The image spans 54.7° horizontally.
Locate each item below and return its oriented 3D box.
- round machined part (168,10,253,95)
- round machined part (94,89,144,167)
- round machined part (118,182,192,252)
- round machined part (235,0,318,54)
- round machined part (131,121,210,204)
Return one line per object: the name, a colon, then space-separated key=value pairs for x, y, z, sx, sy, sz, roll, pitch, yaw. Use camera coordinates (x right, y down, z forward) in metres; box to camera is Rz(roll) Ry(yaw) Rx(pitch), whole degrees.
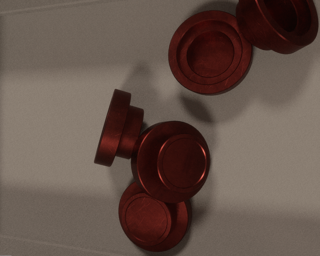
round machined part: x=0.063 y=-0.088 z=0.379 sx=0.098 sy=0.042 sz=0.097 roll=0 pitch=90 yaw=19
round machined part: x=-0.050 y=0.002 z=0.396 sx=0.042 sy=0.098 sz=0.097 roll=16 pitch=96 yaw=-11
round machined part: x=-0.011 y=0.113 z=0.404 sx=0.098 sy=0.042 sz=0.097 roll=0 pitch=90 yaw=19
round machined part: x=0.123 y=-0.125 z=0.339 sx=0.042 sy=0.099 sz=0.098 roll=-28 pitch=78 yaw=57
round machined part: x=0.019 y=0.040 z=0.365 sx=0.042 sy=0.099 sz=0.097 roll=-5 pitch=85 yaw=64
